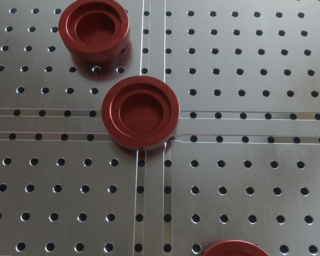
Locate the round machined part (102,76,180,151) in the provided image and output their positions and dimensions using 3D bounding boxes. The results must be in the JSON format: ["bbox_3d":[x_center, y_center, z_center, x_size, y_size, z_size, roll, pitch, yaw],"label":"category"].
[{"bbox_3d":[-0.024,-0.016,0.408,0.099,0.042,0.098,0,70,-1],"label":"round machined part"}]

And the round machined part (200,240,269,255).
[{"bbox_3d":[0.082,0.175,0.340,0.099,0.042,0.098,0,70,-1],"label":"round machined part"}]

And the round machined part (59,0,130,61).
[{"bbox_3d":[-0.093,-0.139,0.453,0.099,0.042,0.098,0,70,-1],"label":"round machined part"}]
